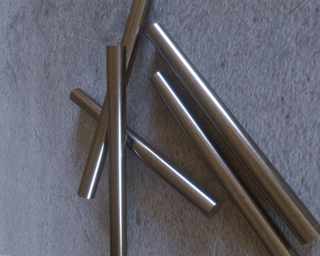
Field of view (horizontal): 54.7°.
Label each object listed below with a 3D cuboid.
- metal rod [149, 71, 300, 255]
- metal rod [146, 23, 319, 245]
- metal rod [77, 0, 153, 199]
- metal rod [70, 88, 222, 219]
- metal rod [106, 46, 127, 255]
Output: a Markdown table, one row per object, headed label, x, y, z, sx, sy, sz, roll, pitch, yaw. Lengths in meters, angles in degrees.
| label | x | y | z | sx | sy | sz | roll | pitch | yaw |
| --- | --- | --- | --- | --- | --- | --- | --- | --- | --- |
| metal rod | 0.072 | 0.049 | 0.344 | 0.025 | 0.025 | 0.299 | -48 | 62 | 29 |
| metal rod | 0.068 | -0.013 | 0.347 | 0.025 | 0.025 | 0.299 | -47 | 62 | 29 |
| metal rod | -0.061 | -0.048 | 0.428 | 0.025 | 0.025 | 0.298 | 20 | 95 | 38 |
| metal rod | -0.039 | 0.019 | 0.434 | 0.300 | 0.025 | 0.025 | 36 | 112 | 33 |
| metal rod | -0.058 | 0.042 | 0.420 | 0.025 | 0.025 | 0.298 | 12 | 106 | 39 |
